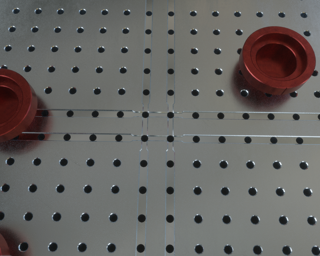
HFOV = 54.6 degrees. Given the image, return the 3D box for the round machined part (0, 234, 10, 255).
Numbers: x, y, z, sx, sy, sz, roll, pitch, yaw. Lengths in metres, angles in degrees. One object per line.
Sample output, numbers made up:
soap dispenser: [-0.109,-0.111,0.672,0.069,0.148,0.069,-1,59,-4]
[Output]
round machined part: [-0.216,0.156,0.345,0.099,0.042,0.098,0,70,0]

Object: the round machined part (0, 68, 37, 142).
round machined part: [-0.212,-0.026,0.411,0.099,0.042,0.098,0,70,0]

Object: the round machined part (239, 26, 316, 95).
round machined part: [0.160,-0.090,0.437,0.099,0.042,0.098,0,70,0]
